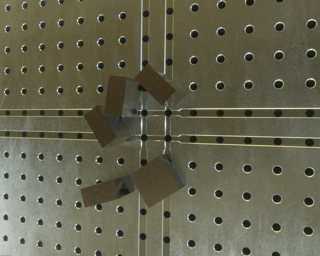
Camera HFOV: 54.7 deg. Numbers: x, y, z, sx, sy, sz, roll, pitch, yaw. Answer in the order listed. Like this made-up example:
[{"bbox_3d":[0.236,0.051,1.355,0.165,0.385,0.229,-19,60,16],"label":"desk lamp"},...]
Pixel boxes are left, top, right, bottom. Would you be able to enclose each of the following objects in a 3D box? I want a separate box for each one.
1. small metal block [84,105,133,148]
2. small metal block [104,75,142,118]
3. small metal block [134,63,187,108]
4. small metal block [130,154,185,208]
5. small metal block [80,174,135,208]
[{"bbox_3d":[-0.069,-0.002,0.423,0.025,0.050,0.050,-35,79,16],"label":"small metal block"},{"bbox_3d":[-0.048,-0.041,0.415,0.025,0.050,0.050,9,93,19],"label":"small metal block"},{"bbox_3d":[0.002,-0.053,0.398,0.050,0.050,0.025,45,104,14],"label":"small metal block"},{"bbox_3d":[-0.004,0.070,0.413,0.050,0.025,0.050,-35,79,16],"label":"small metal block"},{"bbox_3d":[-0.071,0.085,0.423,0.050,0.050,0.025,-18,84,19],"label":"small metal block"}]
